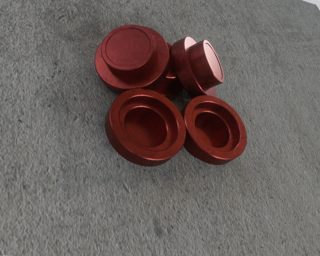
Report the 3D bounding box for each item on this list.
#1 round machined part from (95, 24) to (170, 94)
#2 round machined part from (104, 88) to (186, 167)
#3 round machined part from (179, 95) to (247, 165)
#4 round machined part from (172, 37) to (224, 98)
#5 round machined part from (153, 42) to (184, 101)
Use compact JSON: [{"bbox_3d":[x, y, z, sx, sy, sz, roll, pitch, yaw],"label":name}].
[{"bbox_3d":[-0.037,-0.094,0.402,0.099,0.042,0.098,-2,69,6],"label":"round machined part"},{"bbox_3d":[-0.021,0.003,0.383,0.099,0.042,0.098,14,56,-21],"label":"round machined part"},{"bbox_3d":[0.067,0.006,0.428,0.099,0.042,0.098,14,56,-21],"label":"round machined part"},{"bbox_3d":[0.061,-0.090,0.456,0.098,0.042,0.098,41,38,-42],"label":"round machined part"},{"bbox_3d":[-0.003,-0.088,0.447,0.099,0.042,0.098,14,56,-21],"label":"round machined part"}]
